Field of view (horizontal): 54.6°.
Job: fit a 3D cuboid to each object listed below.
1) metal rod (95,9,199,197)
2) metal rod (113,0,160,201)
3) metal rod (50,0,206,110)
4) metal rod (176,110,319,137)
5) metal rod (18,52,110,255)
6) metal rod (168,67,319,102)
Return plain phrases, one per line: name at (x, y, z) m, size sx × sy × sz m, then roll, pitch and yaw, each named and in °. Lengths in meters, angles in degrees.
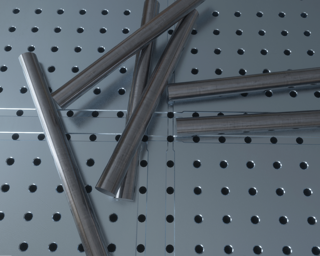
metal rod at (-0.006, -0.052, 0.411) m, size 0.025 × 0.025 × 0.300 m, roll 20°, pitch 64°, yaw 7°
metal rod at (-0.029, -0.052, 0.430) m, size 0.025 × 0.025 × 0.299 m, roll 6°, pitch 70°, yaw 2°
metal rod at (-0.021, -0.128, 0.430) m, size 0.301 × 0.025 × 0.025 m, roll -41°, pitch 75°, yaw -14°
metal rod at (0.172, -0.010, 0.416) m, size 0.302 × 0.025 × 0.025 m, roll -3°, pitch 70°, yaw -2°
metal rod at (-0.129, 0.027, 0.401) m, size 0.025 × 0.025 × 0.299 m, roll -23°, pitch 72°, yaw -8°
metal rod at (0.161, -0.066, 0.436) m, size 0.302 × 0.025 × 0.025 m, roll -7°, pitch 70°, yaw -3°
